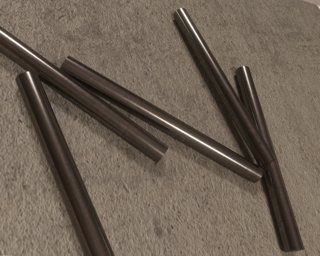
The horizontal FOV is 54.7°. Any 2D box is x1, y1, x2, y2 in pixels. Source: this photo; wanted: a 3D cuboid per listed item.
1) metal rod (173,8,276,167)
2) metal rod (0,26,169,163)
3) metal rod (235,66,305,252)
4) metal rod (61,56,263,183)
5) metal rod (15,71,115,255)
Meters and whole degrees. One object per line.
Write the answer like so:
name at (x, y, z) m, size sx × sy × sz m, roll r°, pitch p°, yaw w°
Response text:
metal rod at (0.094, -0.077, 0.493) m, size 0.025 × 0.025 × 0.299 m, roll -10°, pitch 64°, yaw -33°
metal rod at (-0.118, -0.054, 0.373) m, size 0.301 × 0.025 × 0.025 m, roll 36°, pitch 51°, yaw -5°
metal rod at (0.160, 0.029, 0.474) m, size 0.025 × 0.025 × 0.299 m, roll 8°, pitch 58°, yaw -25°
metal rod at (0.009, -0.006, 0.414) m, size 0.301 × 0.025 × 0.025 m, roll 30°, pitch 52°, yaw -10°
metal rod at (-0.086, 0.070, 0.315) m, size 0.025 × 0.025 × 0.299 m, roll -16°, pitch 70°, yaw -35°
